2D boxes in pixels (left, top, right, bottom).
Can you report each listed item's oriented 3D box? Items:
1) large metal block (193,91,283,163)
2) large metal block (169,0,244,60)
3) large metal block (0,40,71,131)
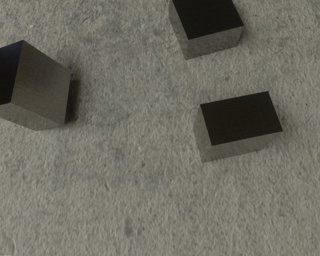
[{"bbox_3d":[0.089,0.002,0.379,0.081,0.080,0.050,-11,71,-5],"label":"large metal block"},{"bbox_3d":[0.064,-0.156,0.453,0.081,0.050,0.080,-16,71,-6],"label":"large metal block"},{"bbox_3d":[-0.163,-0.049,0.387,0.050,0.080,0.080,-9,68,25],"label":"large metal block"}]
